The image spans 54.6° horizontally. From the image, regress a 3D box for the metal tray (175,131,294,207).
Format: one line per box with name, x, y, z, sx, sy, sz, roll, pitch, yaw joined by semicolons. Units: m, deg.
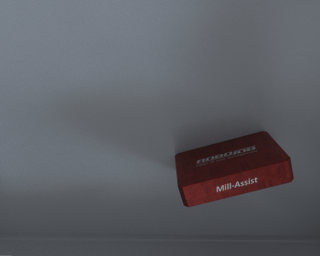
metal tray;0.087;0.049;0.395;0.130;0.090;0.030;-15;109;5
